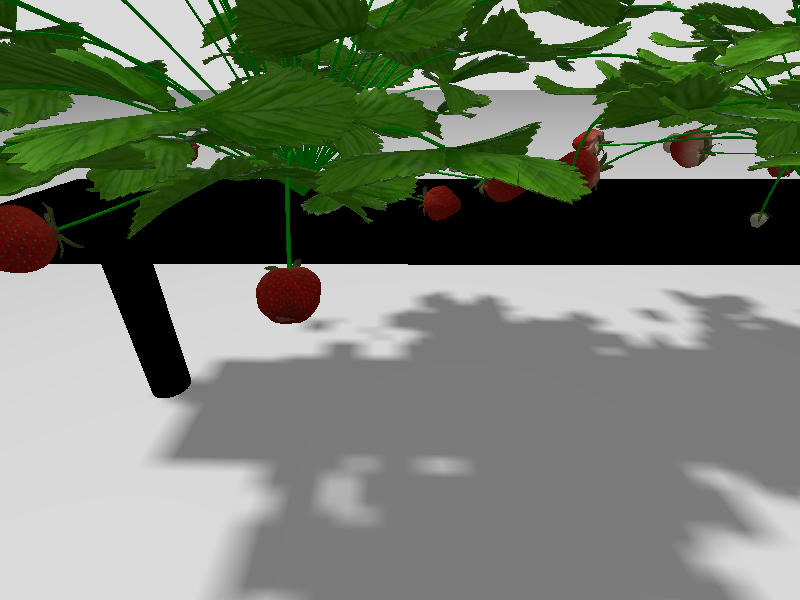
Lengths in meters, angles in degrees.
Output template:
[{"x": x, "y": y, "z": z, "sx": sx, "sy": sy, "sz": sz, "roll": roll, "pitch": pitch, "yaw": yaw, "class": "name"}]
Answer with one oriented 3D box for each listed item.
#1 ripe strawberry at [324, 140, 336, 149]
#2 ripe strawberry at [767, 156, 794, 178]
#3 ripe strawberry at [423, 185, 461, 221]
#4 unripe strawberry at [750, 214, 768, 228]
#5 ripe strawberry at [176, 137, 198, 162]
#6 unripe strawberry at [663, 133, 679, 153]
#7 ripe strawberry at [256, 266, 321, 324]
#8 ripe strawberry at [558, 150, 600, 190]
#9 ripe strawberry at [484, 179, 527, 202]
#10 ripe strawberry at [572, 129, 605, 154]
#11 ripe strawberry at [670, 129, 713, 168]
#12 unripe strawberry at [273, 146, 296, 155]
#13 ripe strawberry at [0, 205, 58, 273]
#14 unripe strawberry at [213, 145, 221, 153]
[{"x": -0.088, "y": -0.218, "z": 0.545, "sx": 0.034, "sy": 0.030, "sz": 0.031, "roll": 0, "pitch": -8, "yaw": -1, "class": "ripe strawberry"}, {"x": 0.389, "y": -0.139, "z": 0.407, "sx": 0.023, "sy": 0.026, "sz": 0.025, "roll": 9, "pitch": 30, "yaw": 15, "class": "ripe strawberry"}, {"x": 0.030, "y": -0.067, "z": 0.281, "sx": 0.025, "sy": 0.024, "sz": 0.027, "roll": 17, "pitch": 34, "yaw": 27, "class": "ripe strawberry"}, {"x": 0.242, "y": -0.054, "z": 0.271, "sx": 0.010, "sy": 0.010, "sz": 0.009, "roll": -19, "pitch": 34, "yaw": -30, "class": "unripe strawberry"}, {"x": -0.261, "y": -0.182, "z": 0.484, "sx": 0.031, "sy": 0.030, "sz": 0.028, "roll": 18, "pitch": 34, "yaw": 39, "class": "ripe strawberry"}, {"x": 0.364, "y": -0.210, "z": 0.536, "sx": 0.022, "sy": 0.025, "sz": 0.024, "roll": 0, "pitch": 14, "yaw": 0, "class": "unripe strawberry"}, {"x": -0.045, "y": -0.001, "z": 0.163, "sx": 0.027, "sy": 0.024, "sz": 0.024, "roll": -5, "pitch": 44, "yaw": -9, "class": "ripe strawberry"}, {"x": 0.150, "y": -0.111, "z": 0.347, "sx": 0.037, "sy": 0.036, "sz": 0.040, "roll": 0, "pitch": 29, "yaw": 2, "class": "ripe strawberry"}, {"x": 0.087, "y": -0.097, "z": 0.322, "sx": 0.036, "sy": 0.036, "sz": 0.040, "roll": 4, "pitch": 30, "yaw": 6, "class": "ripe strawberry"}, {"x": 0.236, "y": -0.197, "z": 0.503, "sx": 0.038, "sy": 0.034, "sz": 0.034, "roll": -19, "pitch": 34, "yaw": -30, "class": "ripe strawberry"}, {"x": 0.331, "y": -0.175, "z": 0.461, "sx": 0.040, "sy": 0.042, "sz": 0.043, "roll": -7, "pitch": 29, "yaw": -12, "class": "ripe strawberry"}, {"x": -0.128, "y": -0.155, "z": 0.431, "sx": 0.035, "sy": 0.032, "sz": 0.032, "roll": -12, "pitch": 31, "yaw": -20, "class": "unripe strawberry"}, {"x": -0.201, "y": -0.030, "z": 0.205, "sx": 0.038, "sy": 0.033, "sz": 0.038, "roll": 20, "pitch": 36, "yaw": 32, "class": "ripe strawberry"}, {"x": -0.225, "y": -0.187, "z": 0.494, "sx": 0.009, "sy": 0.010, "sz": 0.010, "roll": -22, "pitch": 36, "yaw": -34, "class": "unripe strawberry"}]
